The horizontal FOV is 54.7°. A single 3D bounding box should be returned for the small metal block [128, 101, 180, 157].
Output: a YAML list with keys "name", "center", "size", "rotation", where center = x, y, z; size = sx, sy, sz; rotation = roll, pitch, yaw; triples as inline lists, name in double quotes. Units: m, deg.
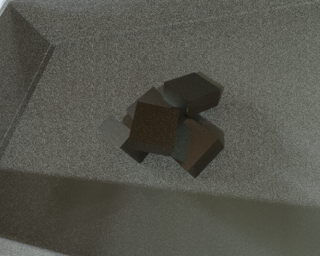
- name: "small metal block"
  center: [-0.007, 0.001, 0.359]
  size: [0.050, 0.025, 0.050]
  rotation: [12, 63, -3]

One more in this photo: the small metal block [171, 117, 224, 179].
- name: "small metal block"
  center: [0.038, 0.023, 0.368]
  size: [0.050, 0.025, 0.050]
  rotation: [-46, 52, -4]

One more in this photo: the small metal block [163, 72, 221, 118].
- name: "small metal block"
  center: [0.040, -0.043, 0.394]
  size: [0.050, 0.025, 0.050]
  rotation: [-22, 45, -28]

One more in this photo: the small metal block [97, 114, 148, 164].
- name: "small metal block"
  center: [-0.045, 0.015, 0.400]
  size: [0.050, 0.050, 0.025]
  rotation: [33, 80, 38]

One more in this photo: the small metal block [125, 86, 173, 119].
- name: "small metal block"
  center: [-0.011, -0.021, 0.419]
  size: [0.050, 0.025, 0.050]
  rotation: [-39, 51, 1]
